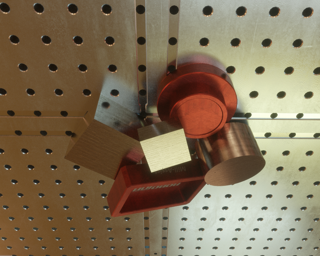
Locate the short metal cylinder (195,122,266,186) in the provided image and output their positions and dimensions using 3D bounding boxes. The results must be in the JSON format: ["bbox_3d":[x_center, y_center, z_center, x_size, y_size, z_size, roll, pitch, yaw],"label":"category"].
[{"bbox_3d":[0.092,0.036,0.412,0.081,0.050,0.080,-9,145,-6],"label":"short metal cylinder"}]

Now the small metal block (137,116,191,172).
[{"bbox_3d":[0.006,0.020,0.368,0.050,0.025,0.050,-17,126,0],"label":"small metal block"}]

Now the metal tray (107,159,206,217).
[{"bbox_3d":[-0.001,0.085,0.443,0.131,0.030,0.089,-2,142,-28],"label":"metal tray"}]

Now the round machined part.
[{"bbox_3d":[0.046,-0.025,0.379,0.099,0.042,0.097,0,130,0],"label":"round machined part"}]

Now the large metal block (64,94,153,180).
[{"bbox_3d":[-0.066,0.016,0.408,0.080,0.050,0.080,29,124,-22],"label":"large metal block"}]
